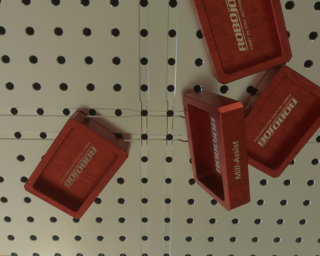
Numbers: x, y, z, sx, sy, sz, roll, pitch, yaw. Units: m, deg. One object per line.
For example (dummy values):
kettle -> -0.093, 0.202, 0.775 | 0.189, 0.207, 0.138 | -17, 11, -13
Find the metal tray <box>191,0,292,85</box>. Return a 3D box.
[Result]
metal tray -> 0.093, -0.127, 0.364 | 0.090, 0.030, 0.129 | -19, 109, 7

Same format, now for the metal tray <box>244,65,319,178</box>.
metal tray -> 0.153, -0.008, 0.408 | 0.090, 0.030, 0.129 | 29, 107, -10

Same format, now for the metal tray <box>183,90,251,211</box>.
metal tray -> 0.069, 0.025, 0.385 | 0.030, 0.090, 0.129 | -16, 111, -18

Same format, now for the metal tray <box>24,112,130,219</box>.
metal tray -> -0.114, 0.054, 0.429 | 0.090, 0.030, 0.130 | 35, 106, -12
